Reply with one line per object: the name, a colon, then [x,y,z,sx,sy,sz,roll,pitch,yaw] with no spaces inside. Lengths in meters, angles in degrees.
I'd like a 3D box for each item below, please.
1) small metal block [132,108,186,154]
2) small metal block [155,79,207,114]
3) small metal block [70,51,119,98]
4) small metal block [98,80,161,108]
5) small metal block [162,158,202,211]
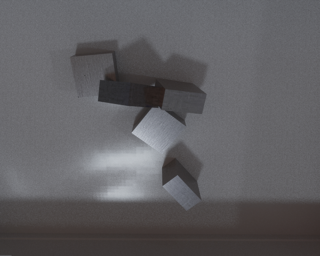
small metal block: [-0.002,-0.002,0.411,0.050,0.025,0.050,36,106,-13]
small metal block: [0.023,-0.039,0.379,0.050,0.050,0.025,5,111,-16]
small metal block: [-0.079,-0.067,0.386,0.050,0.025,0.050,-5,110,1]
small metal block: [-0.036,-0.040,0.362,0.050,0.050,0.025,11,98,39]
small metal block: [0.029,0.077,0.427,0.025,0.050,0.050,-39,106,13]
